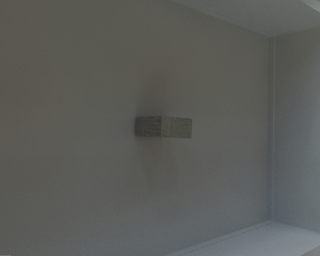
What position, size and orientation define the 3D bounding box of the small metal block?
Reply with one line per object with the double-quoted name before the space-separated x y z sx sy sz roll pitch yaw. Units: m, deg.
"small metal block" 0.005 -0.001 0.392 0.050 0.050 0.025 4 87 -40
